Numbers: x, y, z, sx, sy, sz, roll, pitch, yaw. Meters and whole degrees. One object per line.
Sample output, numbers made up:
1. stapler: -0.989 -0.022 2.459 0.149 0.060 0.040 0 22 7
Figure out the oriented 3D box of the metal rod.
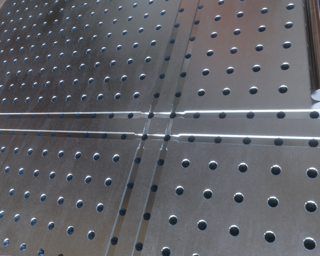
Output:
1. metal rod: 0.200 -0.167 0.405 0.025 0.025 0.299 -5 59 26
